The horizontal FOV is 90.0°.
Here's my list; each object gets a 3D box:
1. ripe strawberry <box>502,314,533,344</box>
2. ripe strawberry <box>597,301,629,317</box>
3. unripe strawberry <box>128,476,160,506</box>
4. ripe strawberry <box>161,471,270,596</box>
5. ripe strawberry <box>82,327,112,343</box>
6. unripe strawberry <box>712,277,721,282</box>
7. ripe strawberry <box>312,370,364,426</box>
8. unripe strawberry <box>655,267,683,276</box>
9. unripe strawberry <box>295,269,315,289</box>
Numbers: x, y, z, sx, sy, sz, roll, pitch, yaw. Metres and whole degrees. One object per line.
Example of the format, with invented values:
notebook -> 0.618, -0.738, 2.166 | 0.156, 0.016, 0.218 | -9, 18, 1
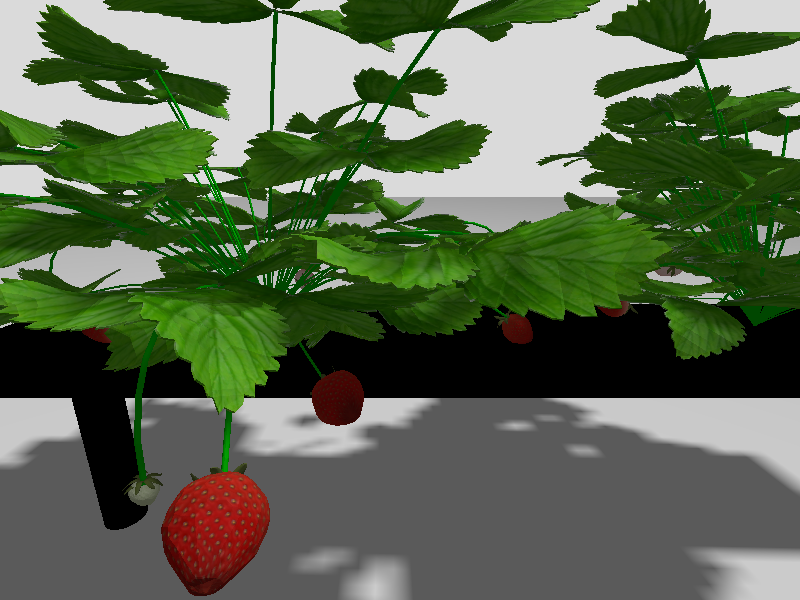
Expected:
ripe strawberry -> 0.097, 0.024, 0.329 | 0.027, 0.023, 0.027 | 42, 19, -3
ripe strawberry -> 0.209, 0.000, 0.395 | 0.030, 0.032, 0.028 | 3, 17, 13
unripe strawberry -> -0.098, 0.074, 0.154 | 0.010, 0.011, 0.011 | -2, 16, -6
ripe strawberry -> -0.061, 0.078, 0.133 | 0.033, 0.035, 0.035 | -4, 25, -13
ripe strawberry -> -0.246, 0.023, 0.330 | 0.028, 0.028, 0.027 | -6, 17, -17
unripe strawberry -> 0.407, -0.026, 0.511 | 0.016, 0.016, 0.014 | 8, 18, 26
ripe strawberry -> -0.032, 0.055, 0.217 | 0.029, 0.030, 0.031 | -9, 19, -28
unripe strawberry -> 0.374, -0.049, 0.559 | 0.038, 0.032, 0.038 | 4, 10, 12
unripe strawberry -> -0.118, -0.027, 0.501 | 0.024, 0.025, 0.026 | 0, 16, 1
